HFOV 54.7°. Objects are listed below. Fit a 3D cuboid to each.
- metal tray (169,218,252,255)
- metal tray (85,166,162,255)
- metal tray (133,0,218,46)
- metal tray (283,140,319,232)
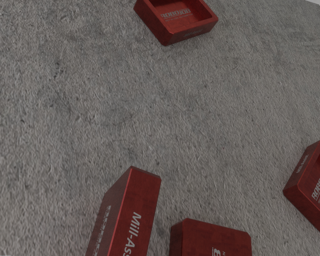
[{"bbox_3d":[0.054,0.170,0.325,0.091,0.030,0.130,19,54,-18],"label":"metal tray"},{"bbox_3d":[-0.041,0.109,0.273,0.030,0.090,0.130,23,53,-14],"label":"metal tray"},{"bbox_3d":[0.031,-0.198,0.537,0.131,0.030,0.090,-29,78,-38],"label":"metal tray"},{"bbox_3d":[0.255,0.089,0.483,0.090,0.030,0.131,47,51,4],"label":"metal tray"}]
